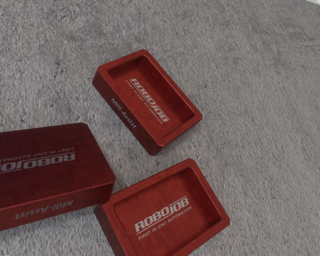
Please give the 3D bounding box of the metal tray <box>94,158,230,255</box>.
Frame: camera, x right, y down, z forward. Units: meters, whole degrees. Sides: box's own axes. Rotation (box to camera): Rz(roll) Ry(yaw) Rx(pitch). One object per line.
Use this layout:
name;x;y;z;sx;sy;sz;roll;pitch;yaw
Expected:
metal tray;0.006;0.097;0.343;0.131;0.030;0.090;-20;73;-36

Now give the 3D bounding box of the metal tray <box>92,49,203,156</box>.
metal tray;-0.016;-0.038;0.414;0.091;0.030;0.130;-34;81;-38

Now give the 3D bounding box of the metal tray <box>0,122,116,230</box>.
metal tray;-0.119;0.041;0.291;0.131;0.030;0.090;-9;45;-32
